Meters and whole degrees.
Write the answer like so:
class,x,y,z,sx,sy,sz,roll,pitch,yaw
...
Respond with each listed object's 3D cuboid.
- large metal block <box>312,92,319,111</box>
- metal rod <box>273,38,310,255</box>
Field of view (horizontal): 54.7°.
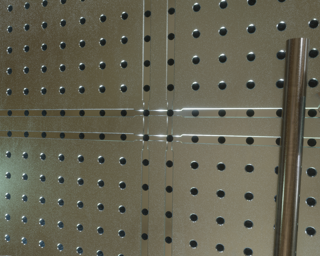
class,x,y,z,sx,sy,sz,roll,pitch,yaw
large metal block,0.220,-0.018,0.321,0.080,0.050,0.080,-28,81,17
metal rod,0.150,0.049,0.359,0.025,0.025,0.298,3,91,20
